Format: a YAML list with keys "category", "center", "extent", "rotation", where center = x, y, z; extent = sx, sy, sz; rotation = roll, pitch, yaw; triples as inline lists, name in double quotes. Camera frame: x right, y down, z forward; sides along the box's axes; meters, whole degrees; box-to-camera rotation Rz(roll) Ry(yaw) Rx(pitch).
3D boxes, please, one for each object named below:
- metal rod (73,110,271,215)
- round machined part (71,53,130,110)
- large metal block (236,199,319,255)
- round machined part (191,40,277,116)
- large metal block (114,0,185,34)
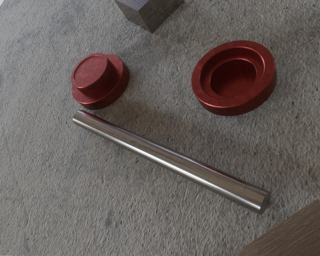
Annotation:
- category: "metal rod"
  center: [-0.010, 0.029, 0.391]
  extent: [0.300, 0.025, 0.025]
  rotation: [22, 73, 36]
- category: "round machined part"
  center: [-0.102, -0.081, 0.496]
  extent: [0.098, 0.042, 0.098]
  rotation: [-13, 56, 21]
- category: "large metal block"
  center: [0.123, 0.119, 0.250]
  extent: [0.080, 0.050, 0.080]
  rotation: [-36, 51, 4]
- category: "round machined part"
  center: [0.092, -0.056, 0.379]
  extent: [0.098, 0.042, 0.098]
  rotation: [-13, 56, 21]
- category: "large metal block"
  center: [-0.020, -0.221, 0.534]
  extent: [0.080, 0.050, 0.080]
  rotation: [-46, 51, -4]
